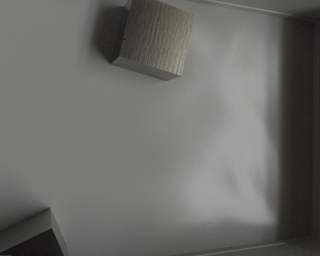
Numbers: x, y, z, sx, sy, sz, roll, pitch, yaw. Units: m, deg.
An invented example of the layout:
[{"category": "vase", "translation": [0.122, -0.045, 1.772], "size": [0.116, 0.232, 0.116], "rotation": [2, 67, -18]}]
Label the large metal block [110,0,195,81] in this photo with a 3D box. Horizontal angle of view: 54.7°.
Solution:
[{"category": "large metal block", "translation": [-0.010, -0.112, 0.394], "size": [0.081, 0.050, 0.080], "rotation": [14, 85, -20]}]

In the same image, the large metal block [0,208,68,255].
[{"category": "large metal block", "translation": [-0.146, 0.135, 0.328], "size": [0.081, 0.080, 0.050], "rotation": [-23, 98, -19]}]
